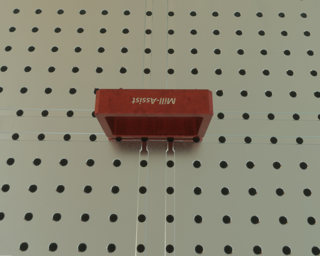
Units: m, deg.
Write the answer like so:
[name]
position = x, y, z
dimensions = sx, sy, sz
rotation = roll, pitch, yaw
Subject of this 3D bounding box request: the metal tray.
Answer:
[metal tray]
position = -0.006, -0.015, 0.382
dimensions = 0.131, 0.090, 0.030
rotation = 0, 70, 0
